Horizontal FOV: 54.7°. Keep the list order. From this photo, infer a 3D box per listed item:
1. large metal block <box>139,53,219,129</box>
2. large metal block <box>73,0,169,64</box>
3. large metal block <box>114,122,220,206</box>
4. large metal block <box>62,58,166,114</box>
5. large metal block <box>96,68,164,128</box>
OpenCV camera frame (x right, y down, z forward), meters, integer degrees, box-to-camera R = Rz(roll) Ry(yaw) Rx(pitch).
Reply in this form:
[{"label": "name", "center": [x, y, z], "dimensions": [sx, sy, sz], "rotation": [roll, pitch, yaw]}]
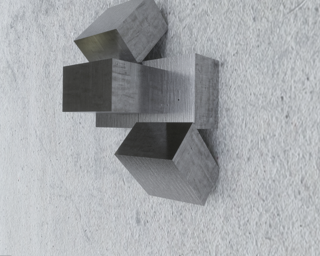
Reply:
[{"label": "large metal block", "center": [0.021, -0.040, 0.369], "dimensions": [0.080, 0.050, 0.079], "rotation": [1, 91, 39]}, {"label": "large metal block", "center": [-0.049, -0.122, 0.401], "dimensions": [0.080, 0.050, 0.080], "rotation": [1, 47, 40]}, {"label": "large metal block", "center": [0.010, 0.039, 0.353], "dimensions": [0.080, 0.080, 0.050], "rotation": [1, 47, 39]}, {"label": "large metal block", "center": [-0.050, -0.042, 0.345], "dimensions": [0.080, 0.081, 0.050], "rotation": [2, 91, 39]}, {"label": "large metal block", "center": [-0.041, -0.040, 0.420], "dimensions": [0.080, 0.050, 0.079], "rotation": [1, 91, 39]}]
